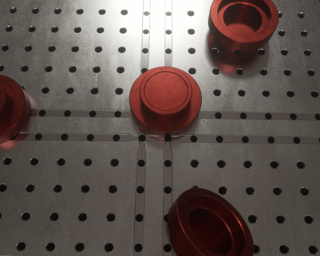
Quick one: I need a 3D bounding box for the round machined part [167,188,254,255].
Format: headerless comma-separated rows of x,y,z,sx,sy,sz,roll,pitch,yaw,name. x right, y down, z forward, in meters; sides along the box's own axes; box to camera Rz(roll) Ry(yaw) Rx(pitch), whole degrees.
0.050,0.118,0.342,0.099,0.042,0.098,25,32,-16,round machined part

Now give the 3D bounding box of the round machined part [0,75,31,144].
-0.230,-0.029,0.411,0.099,0.042,0.098,0,70,-1,round machined part

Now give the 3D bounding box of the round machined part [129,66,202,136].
0.008,-0.042,0.418,0.099,0.042,0.098,0,70,-1,round machined part

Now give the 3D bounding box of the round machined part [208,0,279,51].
0.120,-0.156,0.461,0.099,0.042,0.098,0,70,-1,round machined part
